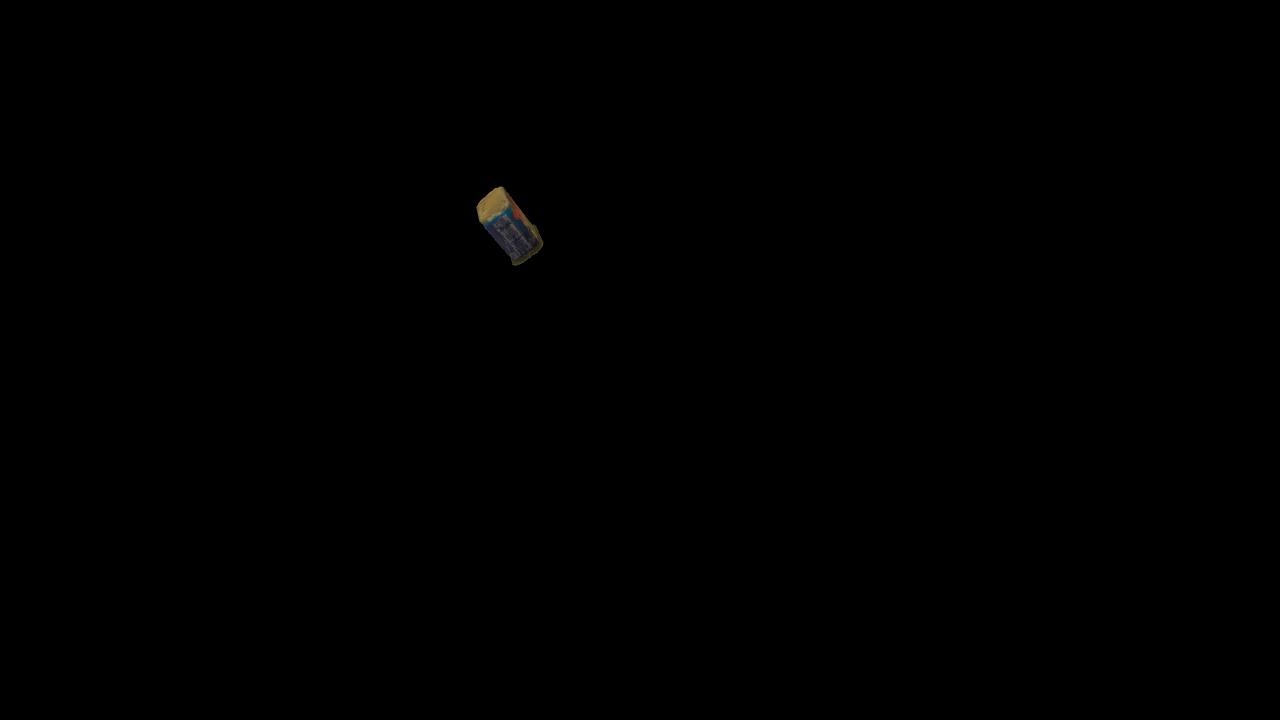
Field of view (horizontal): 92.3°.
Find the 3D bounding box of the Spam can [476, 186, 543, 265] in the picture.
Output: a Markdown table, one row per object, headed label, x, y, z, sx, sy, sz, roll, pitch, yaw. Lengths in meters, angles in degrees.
| label | x | y | z | sx | sy | sz | roll | pitch | yaw |
| --- | --- | --- | --- | --- | --- | --- | --- | --- | --- |
| Spam can | -0.200 | -0.205 | 0.933 | 0.058 | 0.085 | 0.101 | -35 | 36 | 4 |
